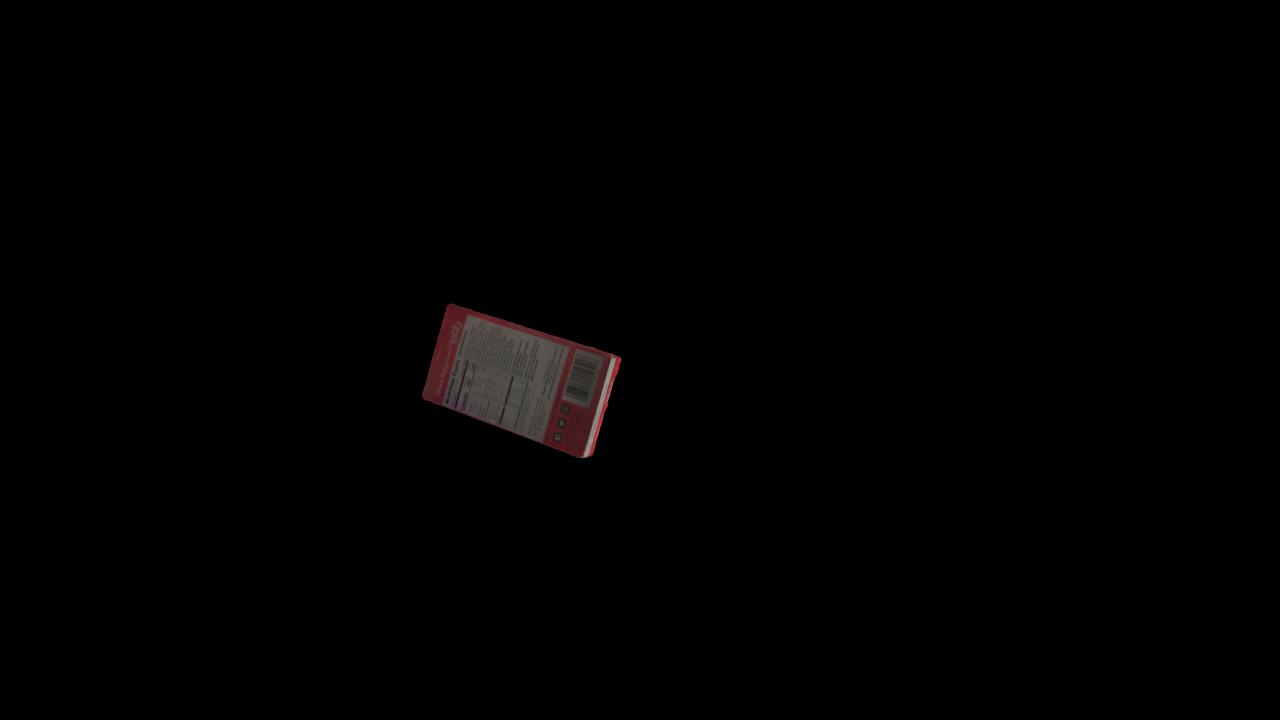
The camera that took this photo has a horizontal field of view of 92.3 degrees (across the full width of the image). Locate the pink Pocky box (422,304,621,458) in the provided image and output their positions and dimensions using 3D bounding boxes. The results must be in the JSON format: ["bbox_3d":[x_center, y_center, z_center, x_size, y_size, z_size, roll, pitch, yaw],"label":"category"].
[{"bbox_3d":[-0.098,0.015,0.498,0.155,0.084,0.029,17,3,18],"label":"pink Pocky box"}]
